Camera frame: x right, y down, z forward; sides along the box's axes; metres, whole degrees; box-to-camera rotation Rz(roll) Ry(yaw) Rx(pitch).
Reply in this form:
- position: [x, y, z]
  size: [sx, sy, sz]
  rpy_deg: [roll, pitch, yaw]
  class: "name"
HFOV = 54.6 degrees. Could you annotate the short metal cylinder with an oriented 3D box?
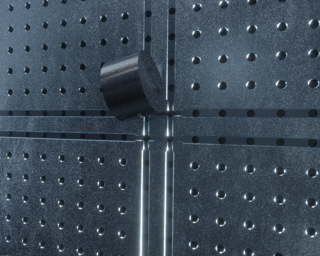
- position: [-0.032, -0.052, 0.395]
  size: [0.050, 0.080, 0.080]
  rpy_deg: [-14, 86, 19]
  class: "short metal cylinder"
